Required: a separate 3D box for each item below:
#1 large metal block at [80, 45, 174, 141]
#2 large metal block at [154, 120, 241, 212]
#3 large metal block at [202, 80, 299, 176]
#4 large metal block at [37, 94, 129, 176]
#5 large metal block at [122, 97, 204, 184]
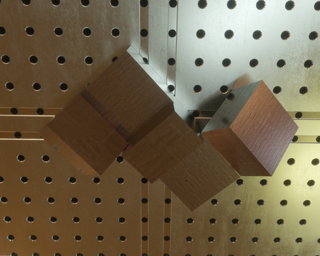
[{"bbox_3d":[-0.040,-0.042,0.384,0.080,0.050,0.080,-39,106,14],"label":"large metal block"},{"bbox_3d":[0.047,0.050,0.418,0.080,0.050,0.080,-39,104,13],"label":"large metal block"},{"bbox_3d":[0.111,0.002,0.379,0.080,0.050,0.080,47,63,-16],"label":"large metal block"},{"bbox_3d":[-0.097,0.012,0.380,0.080,0.080,0.050,47,65,-15],"label":"large metal block"},{"bbox_3d":[0.003,0.009,0.387,0.080,0.080,0.050,-40,107,13],"label":"large metal block"}]
